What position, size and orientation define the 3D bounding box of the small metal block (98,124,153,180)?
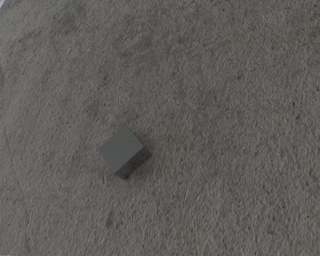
[{"bbox_3d":[-0.047,0.032,0.410,0.050,0.025,0.050,-42,51,-1],"label":"small metal block"}]
